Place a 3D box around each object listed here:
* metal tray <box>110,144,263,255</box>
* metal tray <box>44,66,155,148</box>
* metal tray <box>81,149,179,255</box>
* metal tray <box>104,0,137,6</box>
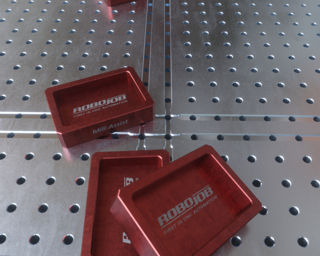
[{"bbox_3d":[0.030,0.077,0.305,0.131,0.030,0.090,-22,64,-38],"label":"metal tray"},{"bbox_3d":[-0.083,-0.033,0.431,0.131,0.030,0.090,-19,53,-16],"label":"metal tray"},{"bbox_3d":[-0.031,0.085,0.332,0.091,0.030,0.130,-2,50,-2],"label":"metal tray"},{"bbox_3d":[-0.093,-0.315,0.667,0.091,0.030,0.130,-21,53,-17],"label":"metal tray"}]
